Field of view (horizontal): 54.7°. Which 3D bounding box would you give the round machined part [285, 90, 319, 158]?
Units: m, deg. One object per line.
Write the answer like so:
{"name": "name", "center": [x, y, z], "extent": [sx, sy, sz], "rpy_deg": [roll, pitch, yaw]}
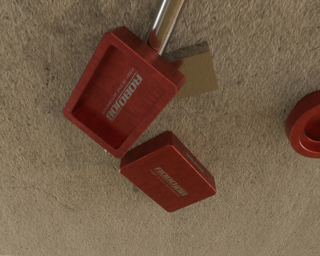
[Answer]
{"name": "round machined part", "center": [0.208, -0.010, 0.391], "extent": [0.099, 0.042, 0.097], "rpy_deg": [-1, 130, 0]}

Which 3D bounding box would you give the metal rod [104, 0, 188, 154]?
{"name": "metal rod", "center": [-0.011, -0.078, 0.340], "extent": [0.025, 0.025, 0.298], "rpy_deg": [17, 128, -14]}

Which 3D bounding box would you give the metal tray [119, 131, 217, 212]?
{"name": "metal tray", "center": [0.014, 0.070, 0.464], "extent": [0.090, 0.030, 0.130], "rpy_deg": [-29, 125, 22]}

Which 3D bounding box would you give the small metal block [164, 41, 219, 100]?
{"name": "small metal block", "center": [0.036, -0.064, 0.353], "extent": [0.050, 0.025, 0.050], "rpy_deg": [-14, 129, 11]}

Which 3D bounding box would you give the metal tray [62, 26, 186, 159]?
{"name": "metal tray", "center": [-0.045, -0.034, 0.346], "extent": [0.090, 0.030, 0.129], "rpy_deg": [40, 127, -3]}
